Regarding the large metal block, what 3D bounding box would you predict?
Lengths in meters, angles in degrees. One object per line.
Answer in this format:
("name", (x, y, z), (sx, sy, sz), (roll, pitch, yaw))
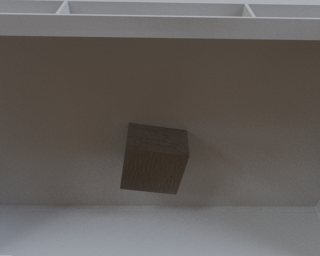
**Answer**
("large metal block", (-0.009, 0.044, 0.430), (0.080, 0.050, 0.079), (7, 130, -7))
